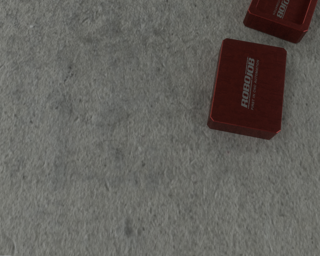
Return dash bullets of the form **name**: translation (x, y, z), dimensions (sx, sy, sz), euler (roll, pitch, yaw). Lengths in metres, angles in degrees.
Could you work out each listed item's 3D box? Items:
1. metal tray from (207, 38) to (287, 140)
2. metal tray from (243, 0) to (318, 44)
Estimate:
- **metal tray**: translation (0.121, -0.056, 0.427), dimensions (0.091, 0.030, 0.130), euler (11, 70, 3)
- **metal tray**: translation (0.195, -0.203, 0.482), dimensions (0.090, 0.030, 0.130), euler (22, 71, 7)
